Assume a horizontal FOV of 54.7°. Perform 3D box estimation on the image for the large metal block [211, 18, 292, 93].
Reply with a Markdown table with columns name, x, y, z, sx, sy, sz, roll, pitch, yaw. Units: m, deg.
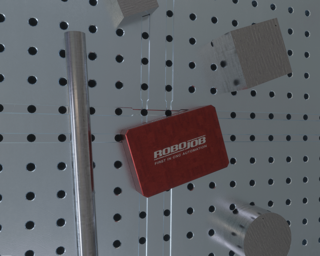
| name | x | y | z | sx | sy | sz | roll | pitch | yaw |
| --- | --- | --- | --- | --- | --- | --- | --- | --- | --- |
| large metal block | 0.132 | -0.104 | 0.448 | 0.081 | 0.050 | 0.080 | -21 | 97 | -19 |

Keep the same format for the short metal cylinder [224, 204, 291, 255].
| name | x | y | z | sx | sy | sz | roll | pitch | yaw |
| --- | --- | --- | --- | --- | --- | --- | --- | --- | --- |
| short metal cylinder | 0.141 | 0.157 | 0.452 | 0.081 | 0.050 | 0.079 | 0 | 90 | -20 |

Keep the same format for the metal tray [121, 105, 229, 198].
| name | x | y | z | sx | sy | sz | roll | pitch | yaw |
| --- | --- | --- | --- | --- | --- | --- | --- | --- | --- |
| metal tray | 0.022 | 0.028 | 0.418 | 0.131 | 0.030 | 0.089 | -17 | 96 | -19 |

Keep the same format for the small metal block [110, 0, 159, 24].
| name | x | y | z | sx | sy | sz | roll | pitch | yaw |
| --- | --- | --- | --- | --- | --- | --- | --- | --- | --- |
| small metal block | -0.036 | -0.169 | 0.399 | 0.050 | 0.025 | 0.050 | -25 | 99 | -18 |

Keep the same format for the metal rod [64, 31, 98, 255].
| name | x | y | z | sx | sy | sz | roll | pitch | yaw |
| --- | --- | --- | --- | --- | --- | --- | --- | --- | --- |
| metal rod | -0.095 | 0.035 | 0.377 | 0.025 | 0.025 | 0.298 | -4 | 91 | -20 |
